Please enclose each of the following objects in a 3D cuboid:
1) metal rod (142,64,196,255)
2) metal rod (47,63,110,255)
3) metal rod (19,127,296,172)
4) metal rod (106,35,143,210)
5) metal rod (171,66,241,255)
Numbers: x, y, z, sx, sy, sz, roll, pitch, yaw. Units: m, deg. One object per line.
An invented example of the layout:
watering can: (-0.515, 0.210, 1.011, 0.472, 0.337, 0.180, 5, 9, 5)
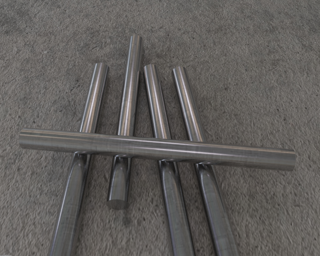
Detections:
metal rod: (0.005, 0.025, 0.381, 0.025, 0.025, 0.300, -6, 50, -5)
metal rod: (-0.093, 0.024, 0.382, 0.025, 0.025, 0.300, 1, 50, 1)
metal rod: (-0.006, 0.024, 0.349, 0.302, 0.025, 0.025, 5, 50, 3)
metal rod: (-0.043, -0.032, 0.429, 0.025, 0.025, 0.300, 1, 50, 1)
metal rod: (0.049, 0.029, 0.378, 0.025, 0.025, 0.300, -6, 50, -5)
